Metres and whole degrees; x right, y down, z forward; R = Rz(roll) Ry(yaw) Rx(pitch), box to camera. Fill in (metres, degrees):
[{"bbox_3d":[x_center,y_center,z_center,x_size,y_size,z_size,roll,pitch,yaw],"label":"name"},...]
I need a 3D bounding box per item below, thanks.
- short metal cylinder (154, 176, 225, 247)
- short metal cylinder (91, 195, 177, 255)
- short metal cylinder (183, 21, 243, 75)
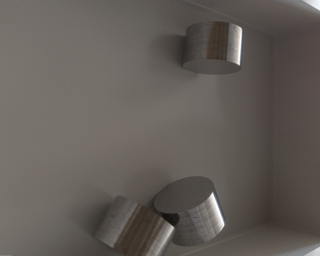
[{"bbox_3d":[0.039,0.106,0.403,0.081,0.080,0.050,-33,111,-35],"label":"short metal cylinder"},{"bbox_3d":[-0.029,0.119,0.347,0.080,0.080,0.050,47,62,-30],"label":"short metal cylinder"},{"bbox_3d":[0.074,-0.109,0.432,0.081,0.080,0.050,8,85,-40],"label":"short metal cylinder"}]
